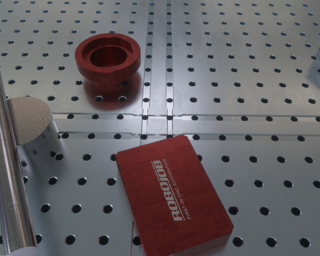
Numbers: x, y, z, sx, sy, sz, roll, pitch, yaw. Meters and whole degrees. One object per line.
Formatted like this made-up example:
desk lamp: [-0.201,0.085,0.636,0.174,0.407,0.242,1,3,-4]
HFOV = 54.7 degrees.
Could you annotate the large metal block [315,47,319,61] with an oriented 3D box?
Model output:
large metal block: [0.317,-0.123,0.497,0.081,0.050,0.080,-23,54,-18]

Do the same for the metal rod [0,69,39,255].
metal rod: [-0.176,0.000,0.341,0.025,0.025,0.300,-20,53,-16]

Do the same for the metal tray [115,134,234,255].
metal tray: [0.010,0.074,0.343,0.091,0.030,0.130,-15,52,-13]

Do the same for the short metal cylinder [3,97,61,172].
short metal cylinder: [-0.170,0.007,0.384,0.081,0.050,0.080,0,50,0]

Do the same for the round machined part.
round machined part: [-0.079,-0.102,0.482,0.099,0.042,0.098,0,50,0]
